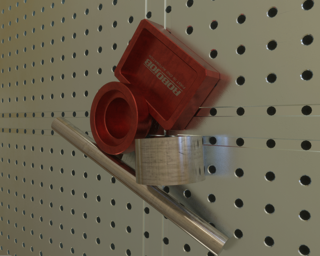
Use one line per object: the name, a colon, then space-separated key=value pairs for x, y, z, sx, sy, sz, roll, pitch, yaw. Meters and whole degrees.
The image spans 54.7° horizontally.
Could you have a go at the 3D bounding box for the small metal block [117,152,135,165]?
small metal block: x=-0.066 y=0.038 z=0.461 sx=0.050 sy=0.025 sz=0.050 roll=35 pitch=111 yaw=34

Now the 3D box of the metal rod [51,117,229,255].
metal rod: x=-0.043 y=0.064 z=0.416 sx=0.300 sy=0.025 sz=0.025 roll=32 pitch=110 yaw=26

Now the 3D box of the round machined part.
round machined part: x=-0.050 y=-0.013 z=0.427 sx=0.098 sy=0.042 sz=0.097 roll=0 pitch=90 yaw=41

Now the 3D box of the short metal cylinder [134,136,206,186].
short metal cylinder: x=0.011 y=0.036 z=0.361 sx=0.080 sy=0.081 sz=0.050 roll=-5 pitch=87 yaw=39

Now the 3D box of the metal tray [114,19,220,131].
metal tray: x=0.003 y=-0.069 z=0.401 sx=0.130 sy=0.030 sz=0.089 roll=48 pitch=118 yaw=29
